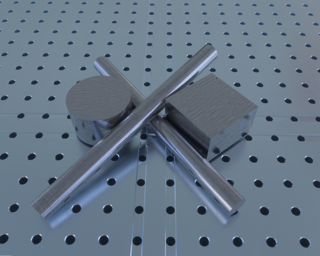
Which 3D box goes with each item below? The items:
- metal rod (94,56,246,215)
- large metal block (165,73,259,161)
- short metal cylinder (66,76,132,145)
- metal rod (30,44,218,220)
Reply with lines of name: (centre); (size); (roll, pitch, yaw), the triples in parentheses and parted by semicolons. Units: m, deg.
metal rod: (-0.005, -0.008, 0.409); (0.025, 0.025, 0.300); (-29, 56, -22)
large metal block: (0.063, -0.015, 0.399); (0.081, 0.050, 0.080); (-31, 57, -24)
short metal cylinder: (-0.077, -0.023, 0.405); (0.081, 0.050, 0.080); (0, 50, 0)
metal rod: (-0.029, -0.009, 0.383); (0.025, 0.025, 0.301); (35, 66, 25)
